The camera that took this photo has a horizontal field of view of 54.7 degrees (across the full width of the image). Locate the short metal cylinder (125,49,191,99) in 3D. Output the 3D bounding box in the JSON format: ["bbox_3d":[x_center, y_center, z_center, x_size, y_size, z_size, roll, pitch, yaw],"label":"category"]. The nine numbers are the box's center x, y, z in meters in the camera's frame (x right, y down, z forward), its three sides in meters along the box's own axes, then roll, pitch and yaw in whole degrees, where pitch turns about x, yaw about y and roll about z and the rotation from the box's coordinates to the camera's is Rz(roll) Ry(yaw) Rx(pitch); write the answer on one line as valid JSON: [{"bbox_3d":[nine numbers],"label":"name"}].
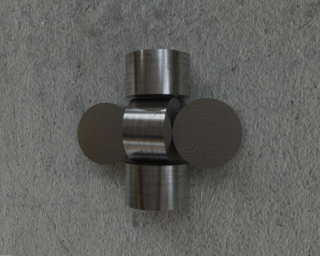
[{"bbox_3d":[-0.002,-0.063,0.382,0.080,0.080,0.050,0,90,20],"label":"short metal cylinder"}]

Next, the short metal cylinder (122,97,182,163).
[{"bbox_3d":[-0.006,0.002,0.383,0.050,0.080,0.080,1,90,20],"label":"short metal cylinder"}]

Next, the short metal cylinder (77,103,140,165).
[{"bbox_3d":[-0.063,0.007,0.419,0.080,0.050,0.080,0,90,19],"label":"short metal cylinder"}]

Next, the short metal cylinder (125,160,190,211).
[{"bbox_3d":[-0.003,0.067,0.383,0.080,0.080,0.050,0,90,20],"label":"short metal cylinder"}]

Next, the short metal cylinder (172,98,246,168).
[{"bbox_3d":[0.061,0.006,0.375,0.080,0.050,0.080,0,90,20],"label":"short metal cylinder"}]
